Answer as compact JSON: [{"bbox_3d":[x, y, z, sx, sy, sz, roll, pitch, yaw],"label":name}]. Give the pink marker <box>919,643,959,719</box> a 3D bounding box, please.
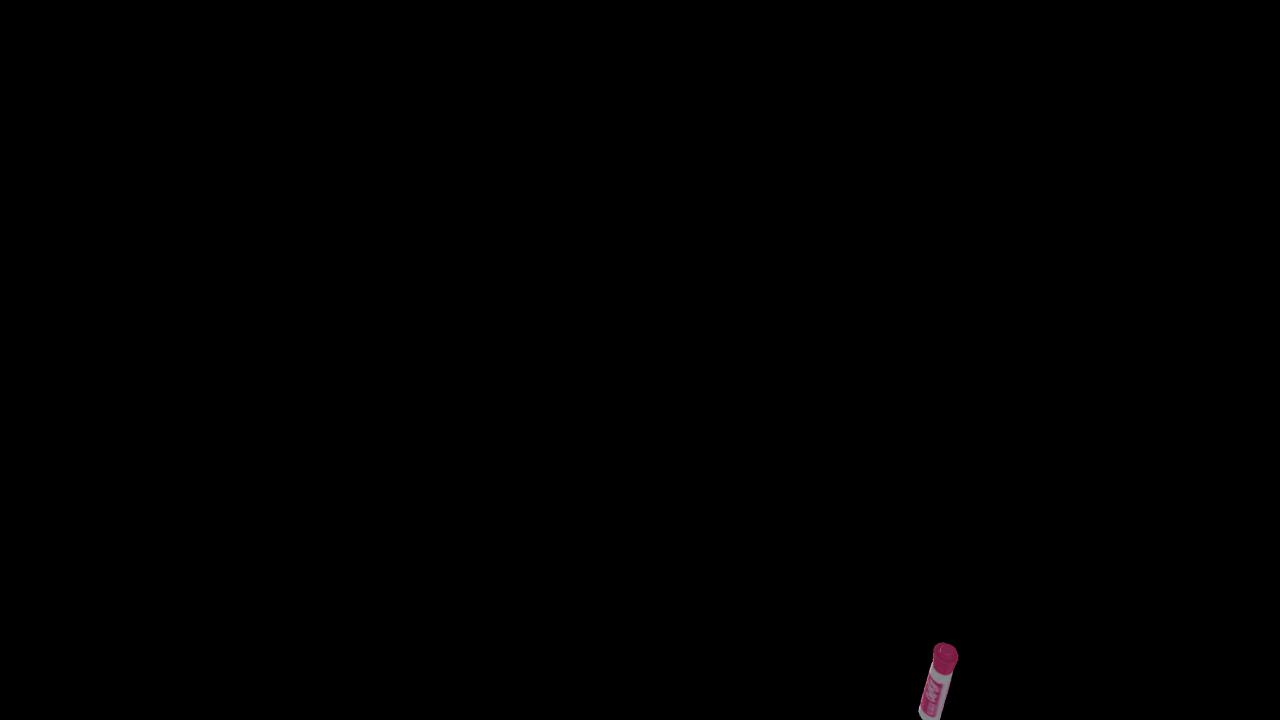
[{"bbox_3d":[0.261,0.284,0.540,0.020,0.121,0.020,-7,37,6],"label":"pink marker"}]
